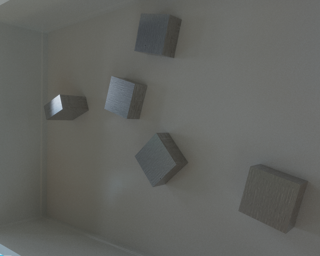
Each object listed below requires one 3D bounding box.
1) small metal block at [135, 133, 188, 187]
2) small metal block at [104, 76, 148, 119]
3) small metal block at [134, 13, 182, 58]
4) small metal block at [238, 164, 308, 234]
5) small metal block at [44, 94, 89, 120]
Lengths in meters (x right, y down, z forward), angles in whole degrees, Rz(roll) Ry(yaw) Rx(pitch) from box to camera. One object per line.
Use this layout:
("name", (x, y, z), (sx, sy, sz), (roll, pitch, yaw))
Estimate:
("small metal block", (0.001, 0.041, 0.406), (0.050, 0.025, 0.050), (-48, 62, 29))
("small metal block", (-0.050, -0.044, 0.448), (0.050, 0.025, 0.050), (24, 105, 37))
("small metal block", (-0.003, -0.122, 0.410), (0.050, 0.025, 0.050), (19, 102, 38))
("small metal block", (0.113, 0.069, 0.313), (0.050, 0.025, 0.050), (20, 103, 38))
("small metal block", (-0.157, -0.033, 0.521), (0.050, 0.050, 0.025), (-24, 75, 37))
